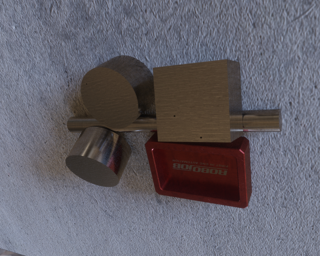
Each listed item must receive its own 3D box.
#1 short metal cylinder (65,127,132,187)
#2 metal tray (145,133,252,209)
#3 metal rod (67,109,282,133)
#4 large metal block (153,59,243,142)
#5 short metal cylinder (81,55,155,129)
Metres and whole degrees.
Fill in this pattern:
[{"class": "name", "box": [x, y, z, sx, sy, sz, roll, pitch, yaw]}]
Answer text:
[{"class": "short metal cylinder", "box": [-0.088, 0.043, 0.449, 0.080, 0.050, 0.080, 14, 144, 11]}, {"class": "metal tray", "box": [0.051, 0.053, 0.410, 0.130, 0.030, 0.089, 3, 120, 26]}, {"class": "metal rod", "box": [-0.002, -0.007, 0.407, 0.300, 0.025, 0.025, -1, 118, 28]}, {"class": "large metal block", "box": [0.042, -0.028, 0.336, 0.080, 0.050, 0.079, -1, 97, 28]}, {"class": "short metal cylinder", "box": [-0.051, -0.046, 0.391, 0.080, 0.050, 0.079, 13, 123, 21]}]
